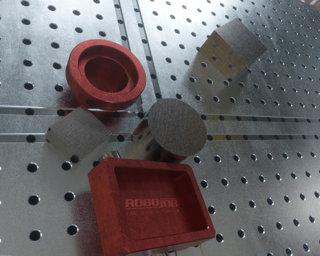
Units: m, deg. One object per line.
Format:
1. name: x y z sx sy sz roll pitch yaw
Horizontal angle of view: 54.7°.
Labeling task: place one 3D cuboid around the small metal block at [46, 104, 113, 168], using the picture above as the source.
1. small metal block: -0.092 0.009 0.354 0.050 0.025 0.050 44 51 2

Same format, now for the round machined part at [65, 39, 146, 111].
1. round machined part: -0.071 -0.063 0.398 0.099 0.042 0.098 14 56 -21

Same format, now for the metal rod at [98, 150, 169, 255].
1. metal rod: 0.009 0.159 0.317 0.025 0.025 0.299 -17 71 -35

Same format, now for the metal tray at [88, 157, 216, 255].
1. metal tray: -0.005 0.081 0.324 0.131 0.030 0.090 11 50 -44

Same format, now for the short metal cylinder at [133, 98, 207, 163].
1. short metal cylinder: 0.012 0.009 0.394 0.081 0.050 0.080 14 56 -21

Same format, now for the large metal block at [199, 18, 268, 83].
1. large metal block: 0.131 -0.139 0.550 0.080 0.050 0.080 48 51 5
